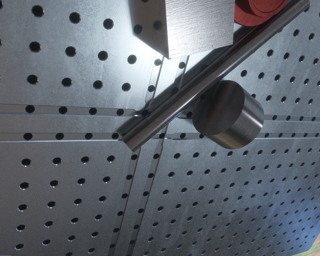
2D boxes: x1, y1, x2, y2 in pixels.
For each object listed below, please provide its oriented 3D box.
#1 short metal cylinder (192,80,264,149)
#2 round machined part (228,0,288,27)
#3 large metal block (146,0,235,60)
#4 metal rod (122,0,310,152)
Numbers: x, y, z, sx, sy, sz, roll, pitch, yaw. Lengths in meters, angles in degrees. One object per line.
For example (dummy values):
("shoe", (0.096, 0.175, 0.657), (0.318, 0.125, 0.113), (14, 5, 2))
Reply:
("short metal cylinder", (0.091, -0.017, 0.417), (0.050, 0.080, 0.080), (31, 101, -38))
("round machined part", (0.117, -0.168, 0.362), (0.099, 0.042, 0.097), (-14, 125, -21))
("large metal block", (0.032, -0.128, 0.335), (0.081, 0.050, 0.079), (-18, 126, -18))
("metal rod", (0.074, -0.074, 0.407), (0.300, 0.025, 0.025), (-40, 130, -2))
